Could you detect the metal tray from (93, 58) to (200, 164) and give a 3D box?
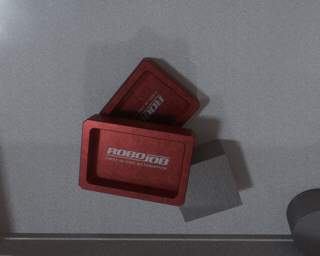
[{"bbox_3d":[-0.024,-0.014,0.403,0.090,0.030,0.130,38,105,-13],"label":"metal tray"}]

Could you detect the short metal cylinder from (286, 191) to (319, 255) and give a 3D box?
[{"bbox_3d":[0.228,0.138,0.444,0.080,0.050,0.079,4,111,10],"label":"short metal cylinder"}]

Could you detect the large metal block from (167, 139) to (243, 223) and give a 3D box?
[{"bbox_3d":[0.058,0.072,0.425,0.080,0.050,0.080,-19,109,6],"label":"large metal block"}]

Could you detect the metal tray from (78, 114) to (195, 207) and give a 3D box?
[{"bbox_3d":[-0.028,0.038,0.376,0.131,0.030,0.089,9,105,5],"label":"metal tray"}]
